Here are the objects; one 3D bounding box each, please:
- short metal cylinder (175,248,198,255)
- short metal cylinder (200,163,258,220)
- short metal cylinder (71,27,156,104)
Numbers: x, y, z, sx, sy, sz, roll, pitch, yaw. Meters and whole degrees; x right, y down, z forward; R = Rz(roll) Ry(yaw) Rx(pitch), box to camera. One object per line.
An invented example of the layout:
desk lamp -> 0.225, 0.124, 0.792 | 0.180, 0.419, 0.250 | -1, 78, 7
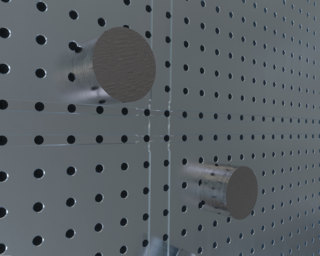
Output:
short metal cylinder -> 0.052, 0.203, 0.417 | 0.080, 0.080, 0.050 | 40, 66, -33
short metal cylinder -> 0.108, 0.097, 0.483 | 0.081, 0.050, 0.079 | 0, 90, -40
short metal cylinder -> -0.052, -0.067, 0.349 | 0.081, 0.050, 0.079 | 0, 90, -40
